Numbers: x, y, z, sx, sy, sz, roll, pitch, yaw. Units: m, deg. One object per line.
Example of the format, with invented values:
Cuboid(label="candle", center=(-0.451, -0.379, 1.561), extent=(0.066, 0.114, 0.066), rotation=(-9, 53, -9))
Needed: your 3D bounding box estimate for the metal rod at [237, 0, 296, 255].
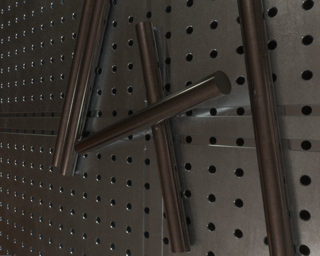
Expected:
Cuboid(label="metal rod", center=(0.109, 0.001, 0.318), extent=(0.025, 0.025, 0.298), rotation=(-10, 84, 39))

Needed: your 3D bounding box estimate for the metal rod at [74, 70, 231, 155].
Cuboid(label="metal rod", center=(-0.035, -0.005, 0.406), extent=(0.299, 0.025, 0.025), rotation=(-22, 76, 46))

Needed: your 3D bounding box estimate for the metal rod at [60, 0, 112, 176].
Cuboid(label="metal rod", center=(-0.124, -0.062, 0.508), extent=(0.025, 0.025, 0.298), rotation=(24, 105, 37))

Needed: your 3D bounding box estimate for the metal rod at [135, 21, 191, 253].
Cuboid(label="metal rod", center=(0.002, 0.006, 0.405), extent=(0.025, 0.025, 0.298), rotation=(-16, 80, 38))

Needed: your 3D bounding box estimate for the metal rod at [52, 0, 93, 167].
Cuboid(label="metal rod", center=(-0.143, -0.075, 0.523), extent=(0.025, 0.025, 0.298), rotation=(25, 105, 37))
